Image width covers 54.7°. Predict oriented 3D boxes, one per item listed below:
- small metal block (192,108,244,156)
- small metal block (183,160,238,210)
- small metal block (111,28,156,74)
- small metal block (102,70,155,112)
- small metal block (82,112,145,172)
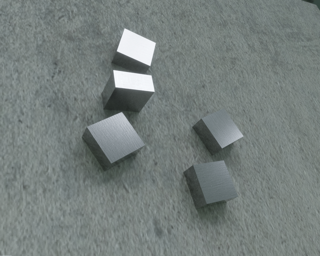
[{"bbox_3d":[0.084,0.005,0.448,0.050,0.025,0.050,-23,74,-37],"label":"small metal block"},{"bbox_3d":[0.065,0.072,0.397,0.050,0.025,0.050,-4,64,-30],"label":"small metal block"},{"bbox_3d":[-0.038,-0.110,0.452,0.050,0.025,0.050,21,54,-16],"label":"small metal block"},{"bbox_3d":[-0.042,-0.045,0.394,0.050,0.050,0.025,3,60,-27],"label":"small metal block"},{"bbox_3d":[-0.055,0.015,0.366,0.050,0.025,0.050,-28,77,-37],"label":"small metal block"}]
